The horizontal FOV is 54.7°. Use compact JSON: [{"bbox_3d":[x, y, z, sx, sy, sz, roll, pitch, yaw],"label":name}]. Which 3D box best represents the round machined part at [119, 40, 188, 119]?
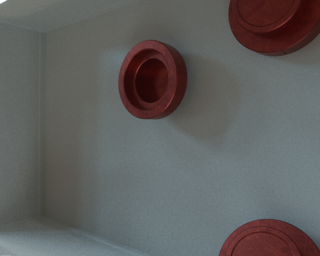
[{"bbox_3d":[-0.005,-0.059,0.398,0.098,0.042,0.097,0,90,39],"label":"round machined part"}]

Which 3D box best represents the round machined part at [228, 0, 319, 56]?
[{"bbox_3d":[0.111,-0.123,0.303,0.098,0.042,0.097,0,90,39],"label":"round machined part"}]

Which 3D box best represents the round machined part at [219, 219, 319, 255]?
[{"bbox_3d":[0.098,0.130,0.283,0.098,0.042,0.098,-19,45,21],"label":"round machined part"}]
